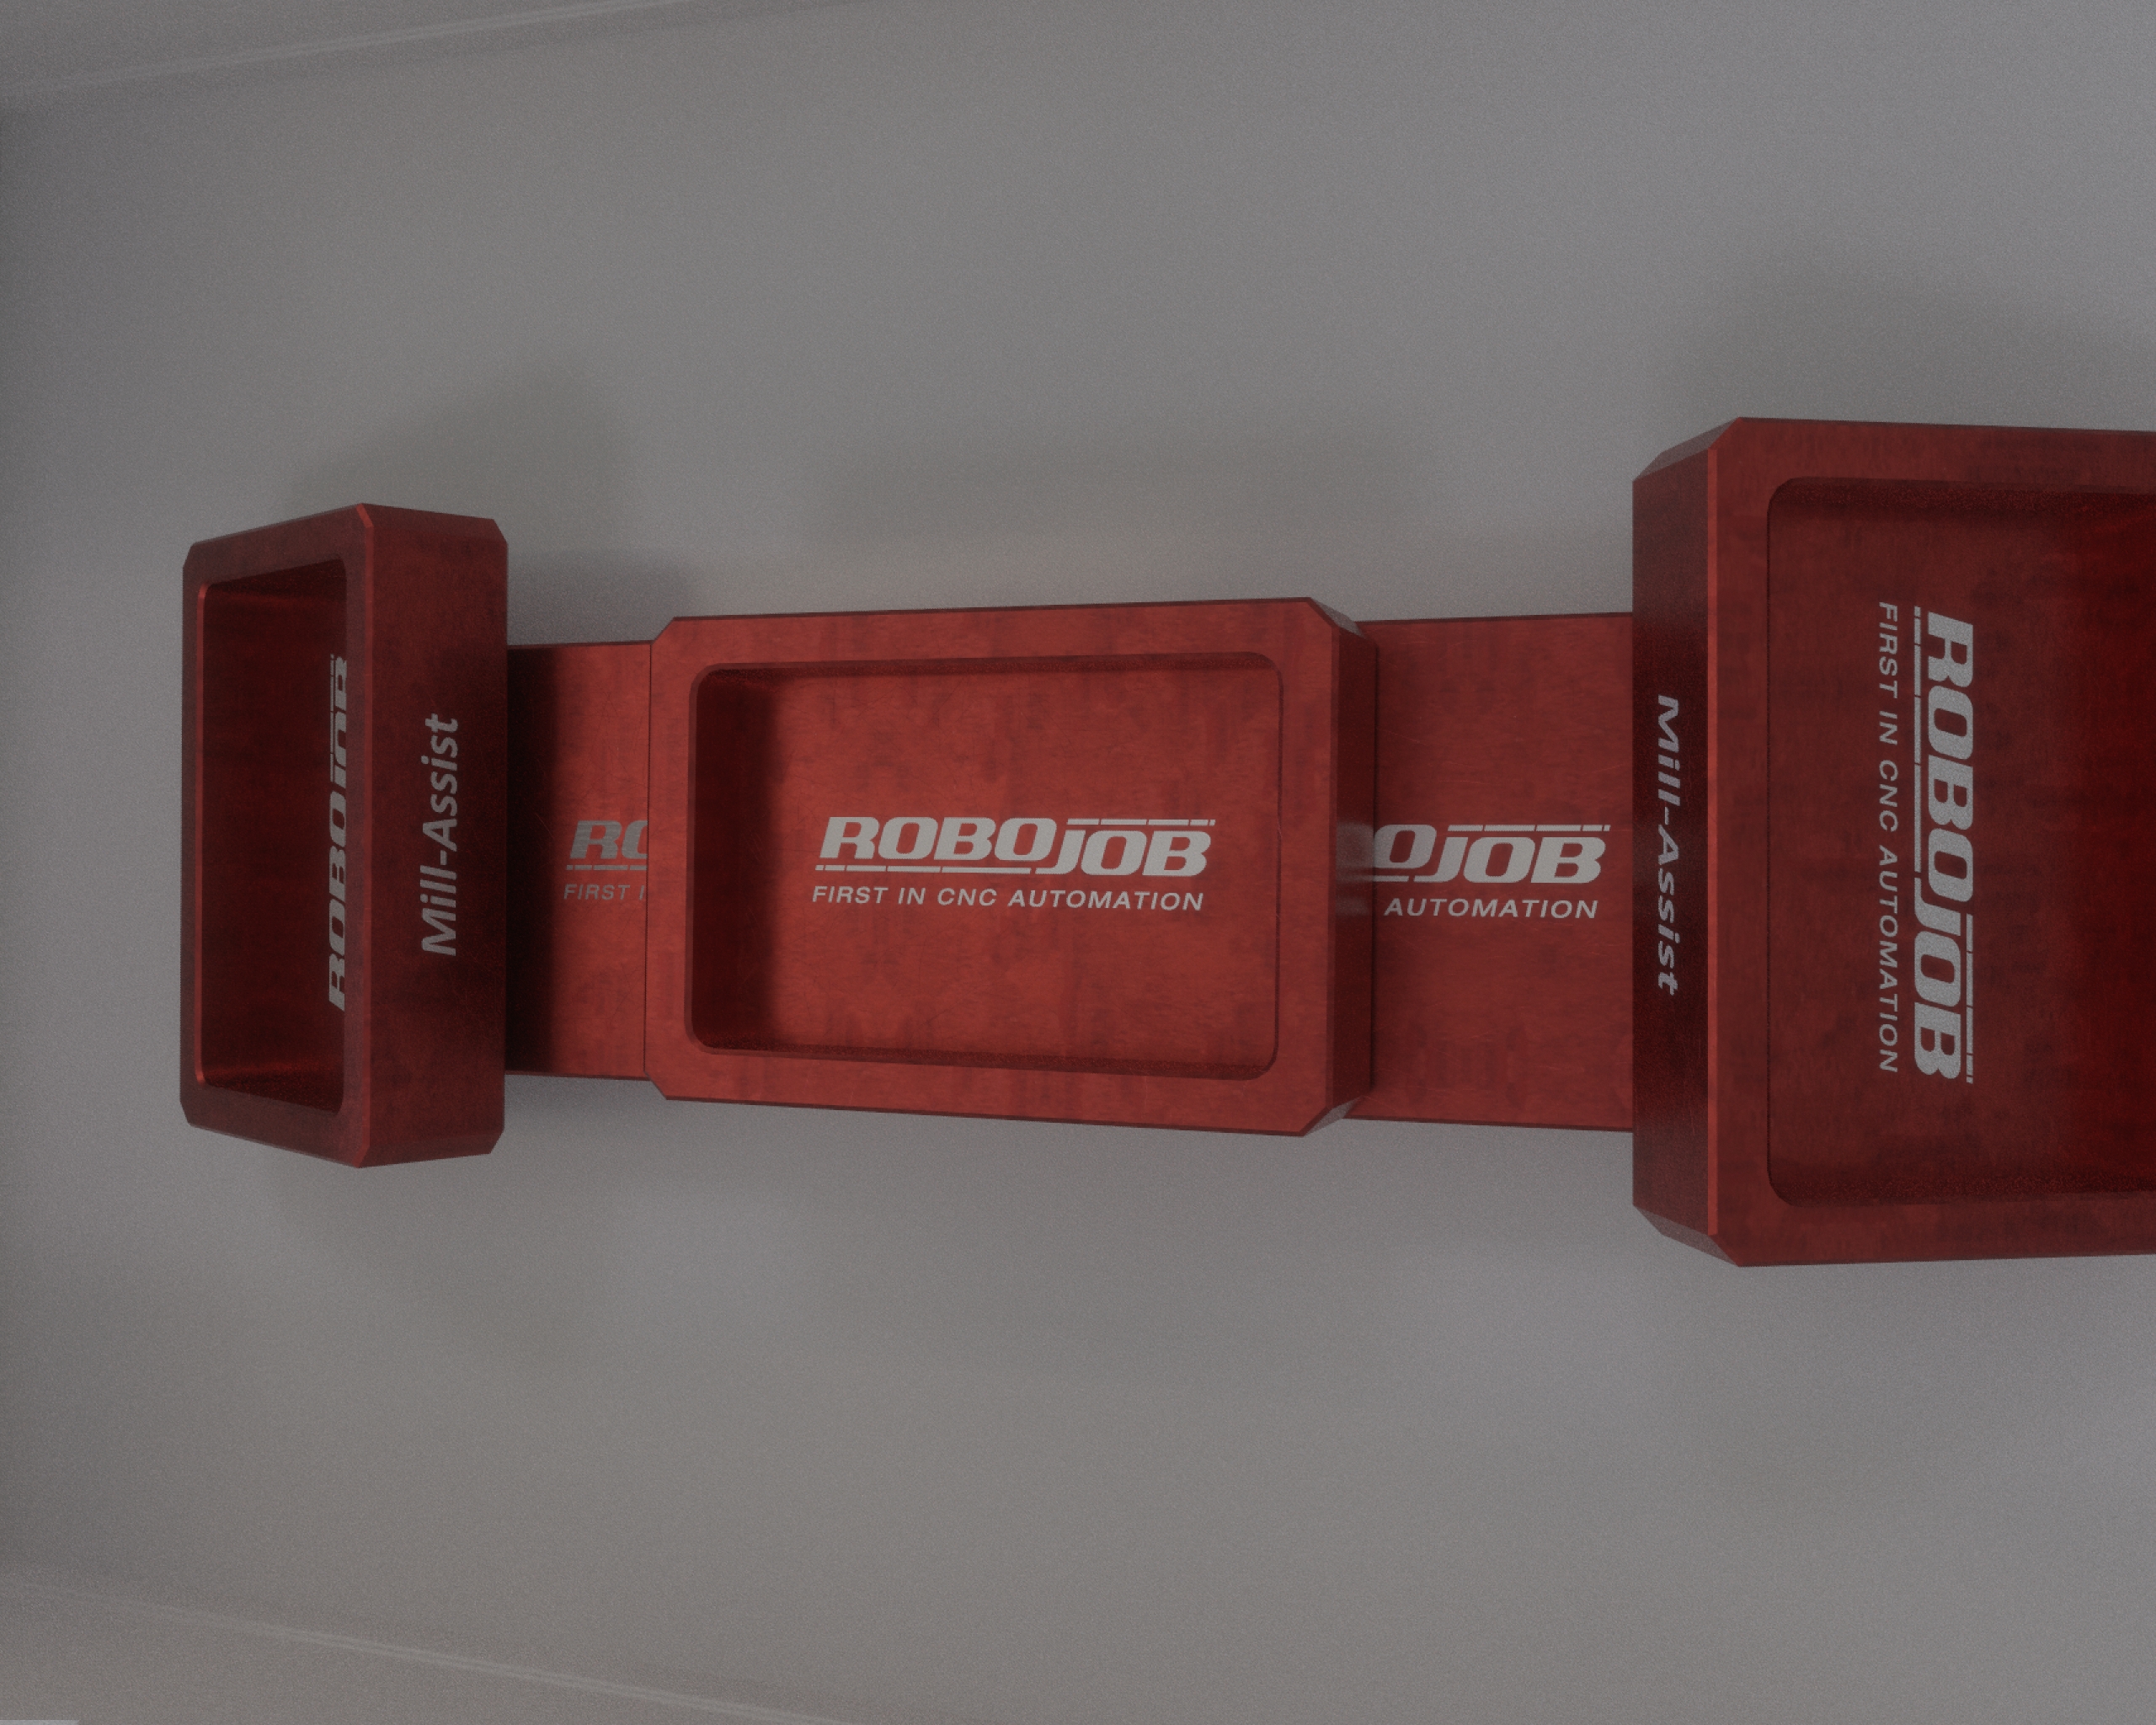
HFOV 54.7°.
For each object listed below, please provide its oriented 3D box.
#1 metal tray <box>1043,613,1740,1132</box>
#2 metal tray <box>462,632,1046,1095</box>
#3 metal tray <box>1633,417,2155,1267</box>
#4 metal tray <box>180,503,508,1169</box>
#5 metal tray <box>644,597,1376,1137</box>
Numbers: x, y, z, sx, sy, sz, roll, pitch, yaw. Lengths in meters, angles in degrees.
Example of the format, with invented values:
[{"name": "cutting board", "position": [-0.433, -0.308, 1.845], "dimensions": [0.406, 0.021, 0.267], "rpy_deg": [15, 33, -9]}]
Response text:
[{"name": "metal tray", "position": [0.059, 0.001, 0.386], "dimensions": [0.130, 0.030, 0.089], "rpy_deg": [0, 90, 20]}, {"name": "metal tray", "position": [-0.063, 0.000, 0.430], "dimensions": [0.130, 0.030, 0.089], "rpy_deg": [0, 90, 20]}, {"name": "metal tray", "position": [0.138, -0.003, 0.337], "dimensions": [0.091, 0.030, 0.129], "rpy_deg": [0, 90, -9]}, {"name": "metal tray", "position": [-0.157, -0.006, 0.443], "dimensions": [0.090, 0.030, 0.129], "rpy_deg": [1, 90, 45]}, {"name": "metal tray", "position": [-0.014, 0.000, 0.379], "dimensions": [0.130, 0.030, 0.089], "rpy_deg": [1, 90, 20]}]
